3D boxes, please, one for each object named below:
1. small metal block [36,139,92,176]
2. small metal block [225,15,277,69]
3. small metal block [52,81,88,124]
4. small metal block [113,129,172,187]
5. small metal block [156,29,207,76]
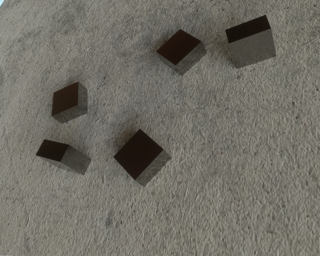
[{"bbox_3d":[-0.134,0.041,0.433,0.050,0.050,0.025,9,66,32],"label":"small metal block"},{"bbox_3d":[0.116,-0.108,0.393,0.050,0.050,0.025,-17,55,19],"label":"small metal block"},{"bbox_3d":[-0.147,-0.041,0.507,0.050,0.025,0.050,-20,54,16],"label":"small metal block"},{"bbox_3d":[-0.023,0.037,0.393,0.050,0.025,0.050,-47,51,-5],"label":"small metal block"},{"bbox_3d":[0.031,-0.112,0.456,0.050,0.025,0.050,-44,51,-2],"label":"small metal block"}]
